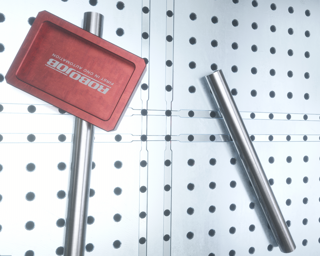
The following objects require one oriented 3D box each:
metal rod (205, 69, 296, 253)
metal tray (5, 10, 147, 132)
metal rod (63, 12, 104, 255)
[{"bbox_3d":[0.138,0.055,0.463,0.025,0.025,0.299,-28,99,-18],"label":"metal rod"},{"bbox_3d":[-0.092,-0.062,0.351,0.131,0.030,0.090,26,88,-2],"label":"metal tray"},{"bbox_3d":[-0.093,0.010,0.378,0.025,0.025,0.298,5,88,-20],"label":"metal rod"}]
